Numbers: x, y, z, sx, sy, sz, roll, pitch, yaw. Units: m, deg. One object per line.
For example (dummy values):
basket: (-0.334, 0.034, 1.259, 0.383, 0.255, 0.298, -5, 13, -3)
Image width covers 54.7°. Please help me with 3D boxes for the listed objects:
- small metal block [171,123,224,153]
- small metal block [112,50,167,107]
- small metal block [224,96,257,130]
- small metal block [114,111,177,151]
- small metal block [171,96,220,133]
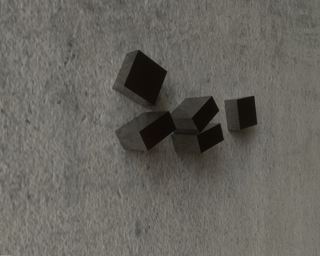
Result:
small metal block: (0.052, 0.013, 0.435, 0.050, 0.050, 0.025, -24, 106, -38)
small metal block: (-0.024, -0.061, 0.386, 0.050, 0.025, 0.050, 31, 71, -36)
small metal block: (0.137, -0.026, 0.523, 0.050, 0.025, 0.050, -14, 99, -39)
small metal block: (-0.018, 0.003, 0.376, 0.050, 0.050, 0.025, -36, 113, -34)
small metal block: (0.045, -0.018, 0.428, 0.050, 0.050, 0.025, -46, 118, -30)
